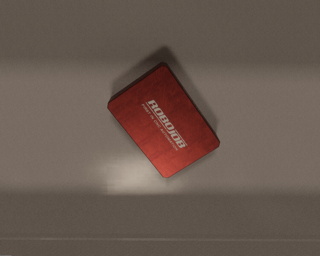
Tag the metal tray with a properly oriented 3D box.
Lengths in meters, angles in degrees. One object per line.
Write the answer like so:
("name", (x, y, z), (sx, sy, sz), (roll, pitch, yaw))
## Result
("metal tray", (0.006, -0.008, 0.406), (0.090, 0.030, 0.130), (-34, 107, 11))
